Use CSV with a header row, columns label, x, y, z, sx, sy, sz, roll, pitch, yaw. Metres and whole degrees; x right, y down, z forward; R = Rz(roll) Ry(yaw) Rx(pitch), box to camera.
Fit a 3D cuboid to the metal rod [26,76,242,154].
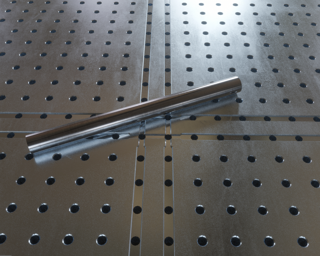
label,x,y,z,sx,sy,sz,roll,pitch,yaw
metal rod,-0.024,-0.022,0.425,0.302,0.025,0.025,-17,52,-15
